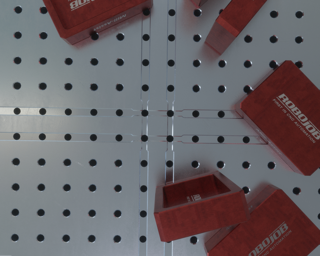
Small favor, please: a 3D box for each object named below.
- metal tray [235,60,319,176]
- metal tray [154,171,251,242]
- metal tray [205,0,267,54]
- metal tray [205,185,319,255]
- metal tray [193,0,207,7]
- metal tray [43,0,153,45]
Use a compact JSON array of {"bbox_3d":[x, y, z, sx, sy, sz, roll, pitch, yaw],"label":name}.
[{"bbox_3d":[0.177,-0.013,0.412,0.090,0.030,0.130,-44,90,0],"label":"metal tray"},{"bbox_3d":[0.041,0.085,0.361,0.090,0.130,0.030,-14,90,0],"label":"metal tray"},{"bbox_3d":[0.114,-0.159,0.381,0.030,0.090,0.130,40,90,0],"label":"metal tray"},{"bbox_3d":[0.136,0.152,0.412,0.130,0.030,0.090,-43,90,0],"label":"metal tray"},{"bbox_3d":[0.076,-0.205,0.361,0.090,0.130,0.030,-42,90,0],"label":"metal tray"},{"bbox_3d":[-0.086,-0.180,0.410,0.130,0.030,0.090,-25,90,0],"label":"metal tray"}]
